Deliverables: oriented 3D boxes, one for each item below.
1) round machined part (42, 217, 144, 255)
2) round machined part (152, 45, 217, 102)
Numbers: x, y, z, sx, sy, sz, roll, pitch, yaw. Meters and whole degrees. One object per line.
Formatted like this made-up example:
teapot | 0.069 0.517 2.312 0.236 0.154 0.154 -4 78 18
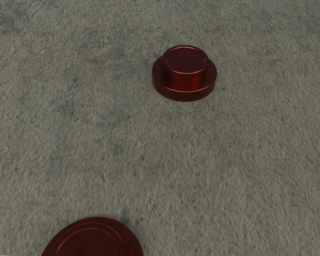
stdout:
round machined part | -0.063 0.127 0.284 0.099 0.042 0.098 0 50 0
round machined part | 0.037 -0.089 0.467 0.099 0.042 0.098 0 50 0
